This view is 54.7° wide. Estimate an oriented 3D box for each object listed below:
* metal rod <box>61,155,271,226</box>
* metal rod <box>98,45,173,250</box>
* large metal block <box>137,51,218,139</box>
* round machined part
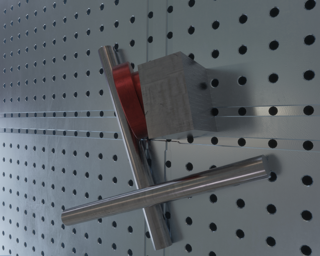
[{"bbox_3d":[-0.013,0.086,0.390,0.300,0.025,0.025,-21,77,28],"label":"metal rod"},{"bbox_3d":[-0.039,0.018,0.441,0.025,0.025,0.299,-28,72,36],"label":"metal rod"},{"bbox_3d":[0.022,-0.031,0.349,0.050,0.080,0.080,-13,82,26],"label":"large metal block"},{"bbox_3d":[-0.023,-0.038,0.393,0.042,0.098,0.098,-19,76,2],"label":"round machined part"}]
